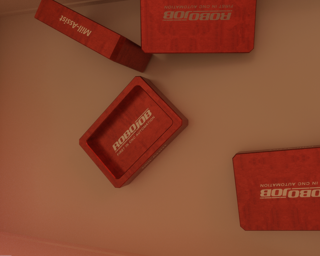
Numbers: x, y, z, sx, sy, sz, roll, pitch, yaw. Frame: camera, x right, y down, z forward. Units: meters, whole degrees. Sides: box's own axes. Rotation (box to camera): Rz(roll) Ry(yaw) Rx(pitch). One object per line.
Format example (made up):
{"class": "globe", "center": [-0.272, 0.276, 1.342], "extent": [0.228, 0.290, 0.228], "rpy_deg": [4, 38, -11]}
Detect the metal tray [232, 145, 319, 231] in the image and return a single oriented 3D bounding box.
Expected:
{"class": "metal tray", "center": [0.155, 0.068, 0.353], "extent": [0.130, 0.030, 0.089], "rpy_deg": [-7, 88, 19]}

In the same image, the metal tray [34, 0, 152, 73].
{"class": "metal tray", "center": [-0.084, -0.120, 0.405], "extent": [0.130, 0.090, 0.030], "rpy_deg": [31, 101, 17]}

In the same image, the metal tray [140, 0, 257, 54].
{"class": "metal tray", "center": [0.044, -0.134, 0.366], "extent": [0.131, 0.030, 0.089], "rpy_deg": [1, 102, 4]}

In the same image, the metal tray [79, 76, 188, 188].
{"class": "metal tray", "center": [-0.038, 0.006, 0.421], "extent": [0.130, 0.030, 0.090], "rpy_deg": [-46, 76, 14]}
